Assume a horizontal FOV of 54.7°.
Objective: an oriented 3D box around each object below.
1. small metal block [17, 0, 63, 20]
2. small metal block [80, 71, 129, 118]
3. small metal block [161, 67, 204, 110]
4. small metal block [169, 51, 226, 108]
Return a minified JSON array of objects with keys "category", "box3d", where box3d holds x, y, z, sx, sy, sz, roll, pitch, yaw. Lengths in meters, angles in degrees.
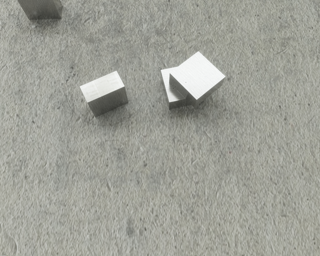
[{"category":"small metal block","box3d":[-0.179,-0.189,0.463,0.050,0.050,0.025,-2,70,-1]},{"category":"small metal block","box3d":[-0.072,-0.044,0.410,0.050,0.050,0.025,-25,72,-9]},{"category":"small metal block","box3d":[0.031,-0.058,0.429,0.050,0.025,0.050,-12,71,-5]},{"category":"small metal block","box3d":[0.048,-0.063,0.405,0.050,0.025,0.050,-39,75,-13]}]
